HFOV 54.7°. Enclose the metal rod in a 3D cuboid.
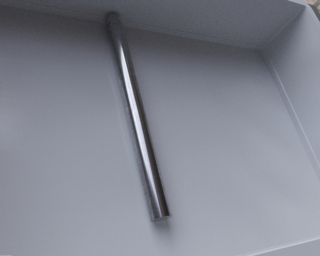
[{"bbox_3d":[-0.034,-0.030,0.406,0.025,0.025,0.299,-1,62,-29],"label":"metal rod"}]
